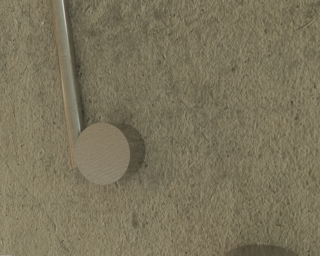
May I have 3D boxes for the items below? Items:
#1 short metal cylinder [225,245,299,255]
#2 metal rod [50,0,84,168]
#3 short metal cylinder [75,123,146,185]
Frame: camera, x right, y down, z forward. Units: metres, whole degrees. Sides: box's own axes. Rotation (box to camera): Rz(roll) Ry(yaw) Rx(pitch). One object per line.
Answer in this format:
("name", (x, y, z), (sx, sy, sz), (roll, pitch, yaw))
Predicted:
("short metal cylinder", (0.114, 0.167, 0.339), (0.080, 0.080, 0.050), (-5, 89, 20))
("metal rod", (-0.137, -0.092, 0.457), (0.025, 0.025, 0.298), (-9, 87, 20))
("short metal cylinder", (-0.066, 0.033, 0.419), (0.080, 0.050, 0.080), (0, 90, 20))
